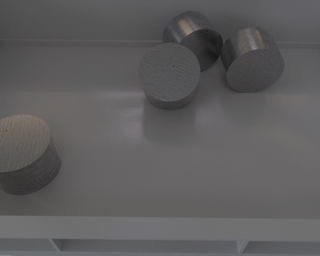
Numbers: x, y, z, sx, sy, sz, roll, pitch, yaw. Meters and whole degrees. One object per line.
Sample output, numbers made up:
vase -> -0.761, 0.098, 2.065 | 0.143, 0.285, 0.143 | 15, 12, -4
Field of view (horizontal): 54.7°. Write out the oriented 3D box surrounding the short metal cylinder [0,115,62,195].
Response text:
short metal cylinder -> -0.162, 0.031, 0.362 | 0.080, 0.050, 0.080 | 0, 50, 0

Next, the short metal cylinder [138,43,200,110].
short metal cylinder -> 0.013, -0.069, 0.425 | 0.080, 0.050, 0.080 | 0, 80, 3

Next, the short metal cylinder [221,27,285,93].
short metal cylinder -> 0.133, -0.098, 0.452 | 0.081, 0.080, 0.050 | -2, 50, -2

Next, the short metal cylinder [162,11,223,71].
short metal cylinder -> 0.050, -0.131, 0.480 | 0.081, 0.080, 0.050 | -15, 52, -12
